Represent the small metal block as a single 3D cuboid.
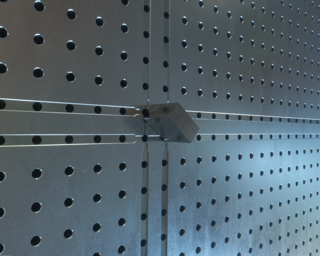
[{"bbox_3d":[0.015,-0.006,0.407,0.050,0.050,0.025,48,62,-30],"label":"small metal block"}]
